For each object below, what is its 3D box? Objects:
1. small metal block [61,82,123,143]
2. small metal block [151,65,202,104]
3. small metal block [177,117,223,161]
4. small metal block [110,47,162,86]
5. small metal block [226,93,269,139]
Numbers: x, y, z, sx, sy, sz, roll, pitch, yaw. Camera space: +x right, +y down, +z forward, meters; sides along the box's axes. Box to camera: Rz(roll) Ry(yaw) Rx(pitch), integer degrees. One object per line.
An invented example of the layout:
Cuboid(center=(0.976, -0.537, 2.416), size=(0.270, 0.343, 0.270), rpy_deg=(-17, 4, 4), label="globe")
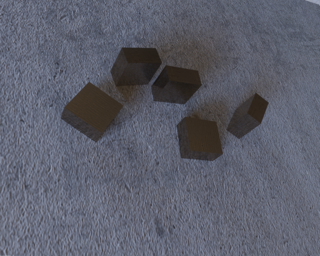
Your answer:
Cuboid(center=(-0.081, -0.019, 0.372), size=(0.050, 0.025, 0.050), rpy_deg=(35, 51, -5), label="small metal block")
Cuboid(center=(0.022, -0.059, 0.435), size=(0.050, 0.050, 0.025), rpy_deg=(4, 60, -26), label="small metal block")
Cuboid(center=(0.054, 0.016, 0.423), size=(0.050, 0.025, 0.050), rpy_deg=(8, 58, -24), label="small metal block")
Cuboid(center=(-0.033, -0.082, 0.420), size=(0.050, 0.050, 0.025), rpy_deg=(-8, 66, -32), label="small metal block")
Cuboid(center=(0.133, -0.018, 0.470), size=(0.025, 0.050, 0.050), rpy_deg=(37, 51, -4), label="small metal block")
